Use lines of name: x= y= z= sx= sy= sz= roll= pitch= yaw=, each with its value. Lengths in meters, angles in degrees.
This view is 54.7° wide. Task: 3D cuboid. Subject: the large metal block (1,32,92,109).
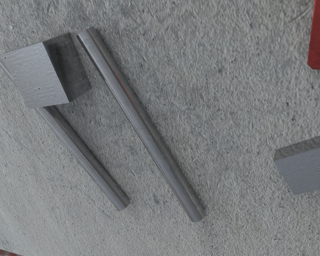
large metal block: x=-0.152 y=-0.076 z=0.421 sx=0.080 sy=0.050 sz=0.080 roll=-5 pitch=116 yaw=30

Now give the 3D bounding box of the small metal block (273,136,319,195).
small metal block: x=0.164 y=0.043 z=0.347 sx=0.050 sy=0.025 sz=0.050 roll=-26 pitch=105 yaw=36

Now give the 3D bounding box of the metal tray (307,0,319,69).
metal tray: x=0.193 y=-0.092 z=0.245 sx=0.130 sy=0.030 sz=0.089 roll=7 pitch=122 yaw=24

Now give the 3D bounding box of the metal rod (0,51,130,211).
metal rod: x=-0.147 y=0.012 z=0.488 sx=0.025 sy=0.025 sz=0.299 roll=-28 pitch=103 yaw=37

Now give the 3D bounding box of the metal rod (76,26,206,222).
metal rod: x=-0.018 y=0.006 z=0.418 sx=0.025 sy=0.025 sz=0.299 roll=-20 pitch=108 yaw=35
